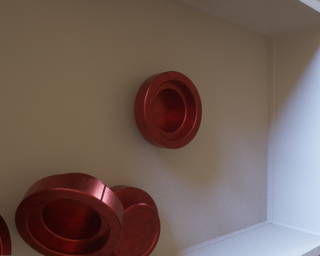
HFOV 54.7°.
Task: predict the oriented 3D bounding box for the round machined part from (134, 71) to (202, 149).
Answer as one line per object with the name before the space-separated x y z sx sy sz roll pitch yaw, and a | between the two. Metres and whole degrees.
round machined part | 0.006 -0.022 0.403 0.099 0.042 0.097 0 90 -40

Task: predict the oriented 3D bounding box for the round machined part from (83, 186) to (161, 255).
round machined part | -0.038 0.120 0.366 0.099 0.042 0.097 0 90 -40

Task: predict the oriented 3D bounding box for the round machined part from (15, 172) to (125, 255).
round machined part | -0.084 0.083 0.304 0.098 0.098 0.042 57 17 -25

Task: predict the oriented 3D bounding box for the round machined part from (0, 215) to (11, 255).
round machined part | -0.168 0.106 0.237 0.098 0.042 0.097 -4 90 -72
